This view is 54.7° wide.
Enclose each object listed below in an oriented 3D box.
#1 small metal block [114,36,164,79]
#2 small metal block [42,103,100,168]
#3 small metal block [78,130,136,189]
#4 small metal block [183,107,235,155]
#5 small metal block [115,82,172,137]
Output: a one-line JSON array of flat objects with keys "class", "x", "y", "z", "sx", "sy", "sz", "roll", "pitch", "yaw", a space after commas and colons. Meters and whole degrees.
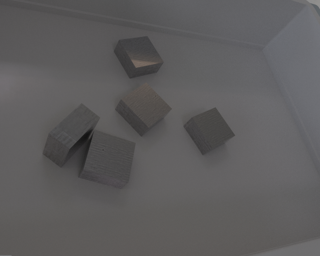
[{"class": "small metal block", "x": -0.031, "y": -0.104, "z": 0.452, "sx": 0.050, "sy": 0.025, "sz": 0.050, "roll": -20, "pitch": 73, "yaw": -36}, {"class": "small metal block", "x": -0.096, "y": 0.008, "z": 0.333, "sx": 0.025, "sy": 0.050, "sz": 0.050, "roll": 39, "pitch": 51, "yaw": -3}, {"class": "small metal block", "x": -0.059, "y": 0.036, "z": 0.352, "sx": 0.050, "sy": 0.025, "sz": 0.050, "roll": 19, "pitch": 54, "yaw": -17}, {"class": "small metal block", "x": 0.070, "y": 0.004, "z": 0.441, "sx": 0.050, "sy": 0.025, "sz": 0.050, "roll": -23, "pitch": 74, "yaw": -36}, {"class": "small metal block", "x": -0.021, "y": -0.025, "z": 0.409, "sx": 0.050, "sy": 0.025, "sz": 0.050, "roll": 46, "pitch": 51, "yaw": 4}]
